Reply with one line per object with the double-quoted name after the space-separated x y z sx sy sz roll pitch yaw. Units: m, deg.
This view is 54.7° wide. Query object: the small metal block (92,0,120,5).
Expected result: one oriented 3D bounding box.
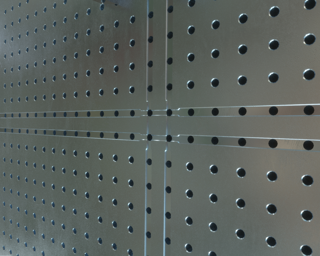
-0.084 -0.222 0.479 0.050 0.025 0.050 23 105 37 "small metal block"
